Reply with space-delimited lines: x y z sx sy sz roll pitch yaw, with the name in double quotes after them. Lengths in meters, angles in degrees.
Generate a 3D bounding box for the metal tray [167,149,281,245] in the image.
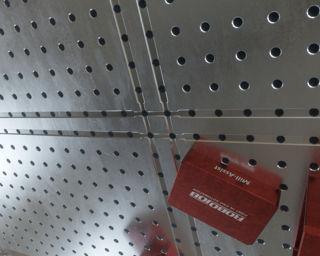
0.083 0.095 0.424 0.130 0.030 0.089 25 127 12 "metal tray"

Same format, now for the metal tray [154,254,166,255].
0.014 0.303 0.589 0.130 0.030 0.090 49 129 -7 "metal tray"

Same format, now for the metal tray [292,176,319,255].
0.175 0.133 0.358 0.030 0.090 0.129 10 123 23 "metal tray"
